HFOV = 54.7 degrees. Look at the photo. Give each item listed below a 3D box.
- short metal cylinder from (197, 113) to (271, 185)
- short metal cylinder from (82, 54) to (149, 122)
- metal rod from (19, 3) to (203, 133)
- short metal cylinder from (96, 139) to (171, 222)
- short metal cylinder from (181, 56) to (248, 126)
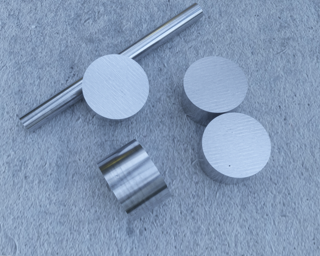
[{"bbox_3d":[0.090,0.027,0.386,0.081,0.050,0.080,0,70,0],"label":"short metal cylinder"},{"bbox_3d":[-0.058,-0.049,0.399,0.081,0.050,0.080,1,86,-13],"label":"short metal cylinder"},{"bbox_3d":[-0.060,-0.092,0.441,0.301,0.025,0.025,-37,74,-13],"label":"metal rod"},{"bbox_3d":[-0.030,0.059,0.357,0.050,0.080,0.080,-32,73,-11],"label":"short metal cylinder"},{"bbox_3d":[0.070,-0.048,0.413,0.081,0.050,0.080,0,70,0],"label":"short metal cylinder"}]
